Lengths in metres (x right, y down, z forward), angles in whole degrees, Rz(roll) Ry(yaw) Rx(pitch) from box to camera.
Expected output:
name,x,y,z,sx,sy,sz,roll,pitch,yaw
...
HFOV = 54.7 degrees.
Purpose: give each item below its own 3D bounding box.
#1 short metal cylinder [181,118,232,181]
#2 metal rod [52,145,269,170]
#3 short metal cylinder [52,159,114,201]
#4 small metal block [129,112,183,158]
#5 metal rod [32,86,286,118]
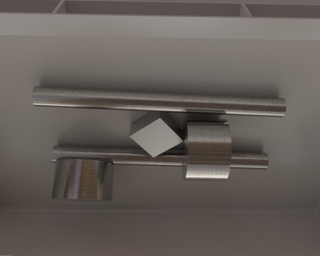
name,x,y,z,sx,sy,sz,roll,pitch,yaw
short metal cylinder,0.056,0.027,0.395,0.050,0.080,0.079,1,130,-2
metal rod,0.002,0.042,0.443,0.302,0.025,0.025,2,130,-3
short metal cylinder,-0.105,0.075,0.430,0.081,0.050,0.080,1,164,1
small metal block,-0.004,0.006,0.412,0.050,0.025,0.050,-31,124,23
metal rod,0.002,-0.032,0.379,0.302,0.025,0.025,2,130,-3
